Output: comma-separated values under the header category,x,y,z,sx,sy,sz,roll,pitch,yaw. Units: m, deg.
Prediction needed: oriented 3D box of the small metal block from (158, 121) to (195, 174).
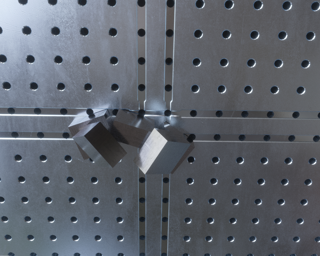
category,x,y,z,sx,sy,sz,roll,pitch,yaw
small metal block,0.011,0.027,0.424,0.050,0.025,0.050,34,106,-12

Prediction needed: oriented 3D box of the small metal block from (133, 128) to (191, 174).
category,x,y,z,sx,sy,sz,roll,pitch,yaw
small metal block,0.003,0.030,0.383,0.050,0.025,0.050,11,118,-52

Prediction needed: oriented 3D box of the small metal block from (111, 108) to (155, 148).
category,x,y,z,sx,sy,sz,roll,pitch,yaw
small metal block,-0.035,0.001,0.400,0.050,0.050,0.025,18,109,-7

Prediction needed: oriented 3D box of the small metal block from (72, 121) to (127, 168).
category,x,y,z,sx,sy,sz,roll,pitch,yaw
small metal block,-0.074,0.021,0.377,0.025,0.050,0.050,-46,108,-25

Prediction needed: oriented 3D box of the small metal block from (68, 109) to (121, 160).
category,x,y,z,sx,sy,sz,roll,pitch,yaw
small metal block,-0.086,0.009,0.416,0.050,0.025,0.050,-18,109,6
